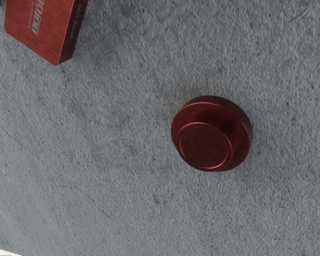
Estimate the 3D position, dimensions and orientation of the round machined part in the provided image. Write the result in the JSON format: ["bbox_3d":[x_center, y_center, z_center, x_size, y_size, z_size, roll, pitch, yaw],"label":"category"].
[{"bbox_3d":[0.058,0.014,0.373,0.098,0.042,0.097,13,124,20],"label":"round machined part"}]

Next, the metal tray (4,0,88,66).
[{"bbox_3d":[-0.139,-0.154,0.380,0.090,0.030,0.129,35,129,4],"label":"metal tray"}]
